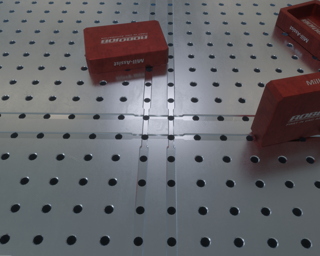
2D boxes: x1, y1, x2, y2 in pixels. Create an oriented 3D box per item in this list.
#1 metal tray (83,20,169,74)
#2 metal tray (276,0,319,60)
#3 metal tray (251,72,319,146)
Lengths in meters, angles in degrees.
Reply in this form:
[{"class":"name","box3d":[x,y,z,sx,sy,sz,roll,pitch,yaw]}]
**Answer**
[{"class":"metal tray","box3d":[-0.058,-0.138,0.520,0.131,0.030,0.090,-9,51,-8]},{"class":"metal tray","box3d":[0.285,-0.178,0.555,0.091,0.030,0.130,-18,52,-15]},{"class":"metal tray","box3d":[0.189,-0.026,0.388,0.131,0.090,0.030,-11,51,-9]}]
